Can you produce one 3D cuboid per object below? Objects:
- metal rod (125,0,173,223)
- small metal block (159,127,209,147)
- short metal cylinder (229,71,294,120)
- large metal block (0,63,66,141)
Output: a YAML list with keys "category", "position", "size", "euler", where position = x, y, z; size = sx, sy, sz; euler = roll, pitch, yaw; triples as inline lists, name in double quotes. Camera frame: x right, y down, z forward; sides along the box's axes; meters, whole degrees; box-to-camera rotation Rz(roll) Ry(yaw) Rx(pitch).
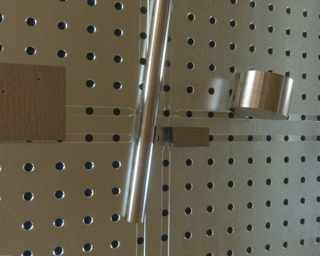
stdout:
- category: "metal rod"
  position: [-0.014, -0.028, 0.408]
  size: [0.025, 0.025, 0.298]
  euler: [8, 87, -20]
- category: "small metal block"
  position: [0.031, 0.011, 0.412]
  size: [0.050, 0.050, 0.025]
  euler: [0, 90, -20]
- category: "short metal cylinder"
  position: [0.142, -0.044, 0.438]
  size: [0.081, 0.080, 0.050]
  euler: [13, 86, -20]
- category: "large metal block"
  position: [-0.149, -0.027, 0.345]
  size: [0.081, 0.050, 0.079]
  euler: [0, 90, -21]
